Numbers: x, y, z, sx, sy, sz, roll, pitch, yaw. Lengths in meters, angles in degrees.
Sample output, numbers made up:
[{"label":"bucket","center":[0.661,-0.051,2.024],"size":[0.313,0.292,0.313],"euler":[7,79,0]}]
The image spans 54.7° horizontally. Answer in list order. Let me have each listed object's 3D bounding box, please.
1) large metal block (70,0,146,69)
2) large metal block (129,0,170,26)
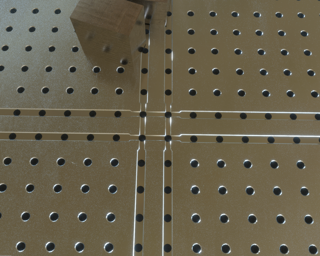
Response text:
[{"label":"large metal block","center":[-0.067,-0.135,0.431],"size":[0.080,0.080,0.050],"euler":[19,71,6]},{"label":"large metal block","center":[-0.024,-0.211,0.475],"size":[0.080,0.050,0.080],"euler":[8,70,2]}]
